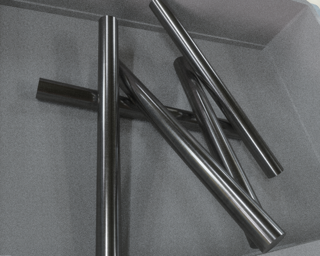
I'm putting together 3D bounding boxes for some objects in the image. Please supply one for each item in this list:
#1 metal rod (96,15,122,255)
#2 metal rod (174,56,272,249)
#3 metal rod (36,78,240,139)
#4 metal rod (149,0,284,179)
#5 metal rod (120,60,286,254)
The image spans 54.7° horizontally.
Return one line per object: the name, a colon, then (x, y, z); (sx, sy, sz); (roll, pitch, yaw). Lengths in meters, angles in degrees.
metal rod: (-0.058, 0.002, 0.348); (0.025, 0.025, 0.299); (7, 67, -25)
metal rod: (0.063, 0.000, 0.381); (0.025, 0.025, 0.300); (10, 39, -23)
metal rod: (-0.004, -0.020, 0.415); (0.302, 0.025, 0.025); (11, 57, -22)
metal rod: (0.078, -0.060, 0.441); (0.025, 0.025, 0.299); (-31, 85, -38)
metal rod: (0.012, 0.002, 0.337); (0.025, 0.025, 0.300); (-13, 45, -33)
